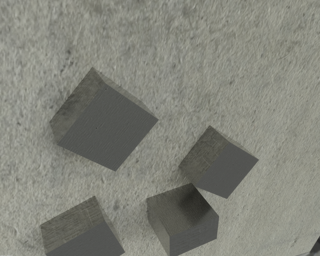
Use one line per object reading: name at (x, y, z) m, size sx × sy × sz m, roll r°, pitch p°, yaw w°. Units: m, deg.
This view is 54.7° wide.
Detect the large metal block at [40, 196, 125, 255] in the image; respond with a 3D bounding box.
large metal block at (-0.105, 0.154, 0.430) m, size 0.080 × 0.050 × 0.080 m, roll -27°, pitch 128°, yaw -12°

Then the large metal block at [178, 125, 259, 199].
large metal block at (0.090, 0.054, 0.475) m, size 0.080 × 0.050 × 0.080 m, roll 28°, pitch 103°, yaw -38°

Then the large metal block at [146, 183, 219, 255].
large metal block at (0.033, 0.140, 0.478) m, size 0.081 × 0.080 × 0.050 m, roll -15°, pitch 125°, yaw -20°

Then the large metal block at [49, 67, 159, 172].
large metal block at (-0.063, -0.008, 0.352) m, size 0.080 × 0.050 × 0.080 m, roll 34°, pitch 99°, yaw -39°
